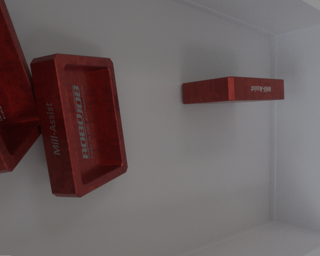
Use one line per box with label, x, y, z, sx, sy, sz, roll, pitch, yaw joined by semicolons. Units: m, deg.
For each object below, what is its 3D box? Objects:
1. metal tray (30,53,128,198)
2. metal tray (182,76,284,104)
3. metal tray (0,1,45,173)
metal tray;-0.076;-0.006;0.315;0.090;0.030;0.129;-20;104;-64
metal tray;0.109;-0.053;0.454;0.131;0.090;0.030;-5;94;-40
metal tray;-0.134;-0.040;0.238;0.030;0.090;0.129;-10;115;4
